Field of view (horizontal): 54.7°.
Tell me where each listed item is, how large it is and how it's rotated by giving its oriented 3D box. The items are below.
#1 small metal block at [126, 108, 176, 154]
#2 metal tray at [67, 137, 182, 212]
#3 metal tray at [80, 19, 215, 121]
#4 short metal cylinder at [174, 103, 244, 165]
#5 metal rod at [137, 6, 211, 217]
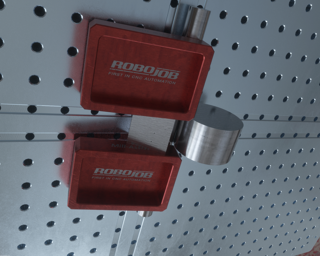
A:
[{"bbox_3d":[-0.010,-0.001,0.386,0.050,0.025,0.050,15,114,-1],"label":"small metal block"},{"bbox_3d":[-0.047,0.062,0.399,0.131,0.030,0.089,6,116,-18],"label":"metal tray"},{"bbox_3d":[-0.016,-0.060,0.340,0.131,0.030,0.089,6,116,-18],"label":"metal tray"},{"bbox_3d":[0.063,0.006,0.410,0.081,0.080,0.050,0,119,-29],"label":"short metal cylinder"},{"bbox_3d":[0.011,-0.004,0.410,0.025,0.025,0.298,0,118,-29],"label":"metal rod"}]
